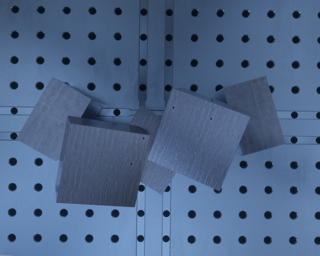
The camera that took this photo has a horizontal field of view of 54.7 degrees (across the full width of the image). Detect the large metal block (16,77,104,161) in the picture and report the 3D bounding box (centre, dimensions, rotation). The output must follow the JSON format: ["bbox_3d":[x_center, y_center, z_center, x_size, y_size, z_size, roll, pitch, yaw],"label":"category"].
[{"bbox_3d":[-0.118,-0.010,0.384,0.050,0.080,0.080,30,90,-1],"label":"large metal block"}]

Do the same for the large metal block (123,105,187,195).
[{"bbox_3d":[-0.010,0.026,0.400,0.080,0.050,0.080,32,90,-1],"label":"large metal block"}]

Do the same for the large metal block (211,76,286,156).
[{"bbox_3d":[0.106,-0.014,0.387,0.050,0.080,0.080,-16,90,0],"label":"large metal block"}]

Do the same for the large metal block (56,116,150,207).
[{"bbox_3d":[-0.064,0.036,0.334,0.081,0.050,0.079,9,97,-21],"label":"large metal block"}]

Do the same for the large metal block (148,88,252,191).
[{"bbox_3d":[0.044,0.008,0.332,0.080,0.050,0.079,22,103,15],"label":"large metal block"}]
